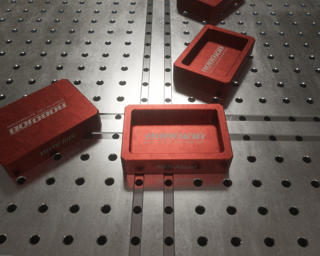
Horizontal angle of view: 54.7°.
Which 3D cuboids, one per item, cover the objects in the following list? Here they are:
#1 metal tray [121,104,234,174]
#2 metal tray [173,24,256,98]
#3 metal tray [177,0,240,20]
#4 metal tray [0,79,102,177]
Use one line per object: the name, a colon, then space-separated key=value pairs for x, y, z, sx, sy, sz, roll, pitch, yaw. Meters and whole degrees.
metal tray: x=0.019 y=0.012 z=0.394 sx=0.131 sy=0.030 sz=0.090 roll=0 pitch=50 yaw=-1
metal tray: x=0.089 y=-0.113 z=0.499 sx=0.090 sy=0.030 sz=0.130 roll=23 pitch=53 yaw=17
metal tray: x=0.107 y=-0.276 z=0.637 sx=0.090 sy=0.030 sz=0.131 roll=32 pitch=57 yaw=24
metal tray: x=-0.156 y=-0.006 z=0.407 sx=0.131 sy=0.030 sz=0.090 roll=-33 pitch=58 yaw=-25
